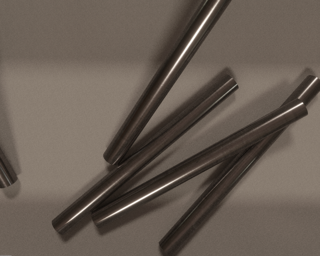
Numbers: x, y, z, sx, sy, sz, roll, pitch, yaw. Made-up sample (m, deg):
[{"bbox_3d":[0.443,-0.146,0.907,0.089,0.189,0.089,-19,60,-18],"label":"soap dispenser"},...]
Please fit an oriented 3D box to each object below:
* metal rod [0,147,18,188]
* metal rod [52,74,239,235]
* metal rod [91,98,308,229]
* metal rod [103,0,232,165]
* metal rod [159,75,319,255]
[{"bbox_3d":[-0.242,-0.058,0.349,0.025,0.025,0.298,-17,114,0],"label":"metal rod"},{"bbox_3d":[-0.019,0.035,0.411,0.300,0.025,0.025,-40,91,-1],"label":"metal rod"},{"bbox_3d":[0.046,0.048,0.398,0.301,0.025,0.025,-30,90,5],"label":"metal rod"},{"bbox_3d":[0.015,-0.070,0.352,0.025,0.025,0.298,35,114,-1],"label":"metal rod"},{"bbox_3d":[0.108,0.049,0.412,0.025,0.025,0.300,42,90,-1],"label":"metal rod"}]
